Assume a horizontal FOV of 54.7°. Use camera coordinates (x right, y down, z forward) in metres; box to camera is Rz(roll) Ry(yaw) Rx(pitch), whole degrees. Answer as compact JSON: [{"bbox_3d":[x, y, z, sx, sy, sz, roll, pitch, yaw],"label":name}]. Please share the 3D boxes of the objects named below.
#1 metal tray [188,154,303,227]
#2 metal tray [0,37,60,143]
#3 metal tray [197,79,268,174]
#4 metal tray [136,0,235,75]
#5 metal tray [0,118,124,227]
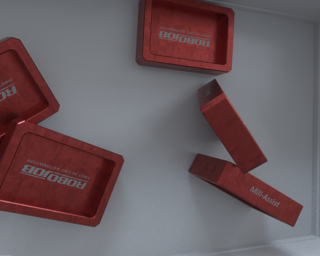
[{"bbox_3d":[0.113,0.082,0.418,0.131,0.090,0.030,31,82,-18],"label":"metal tray"},{"bbox_3d":[-0.184,-0.025,0.317,0.131,0.030,0.090,-37,122,-23],"label":"metal tray"},{"bbox_3d":[0.085,-0.009,0.387,0.030,0.130,0.090,-33,100,13],"label":"metal tray"},{"bbox_3d":[0.036,-0.125,0.422,0.131,0.030,0.089,3,89,-21],"label":"metal tray"},{"bbox_3d":[-0.113,0.053,0.345,0.131,0.030,0.090,26,82,-37],"label":"metal tray"}]
